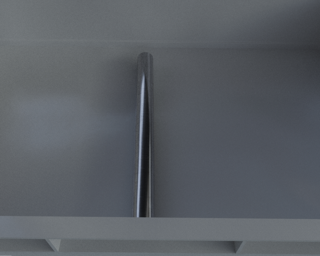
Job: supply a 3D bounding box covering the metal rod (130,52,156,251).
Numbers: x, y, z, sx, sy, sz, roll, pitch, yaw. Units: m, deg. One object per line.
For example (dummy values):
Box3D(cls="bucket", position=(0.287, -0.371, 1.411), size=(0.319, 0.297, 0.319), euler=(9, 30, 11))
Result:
Box3D(cls="metal rod", position=(-0.020, 0.003, 0.402), size=(0.025, 0.025, 0.300), euler=(-1, 50, -1))
